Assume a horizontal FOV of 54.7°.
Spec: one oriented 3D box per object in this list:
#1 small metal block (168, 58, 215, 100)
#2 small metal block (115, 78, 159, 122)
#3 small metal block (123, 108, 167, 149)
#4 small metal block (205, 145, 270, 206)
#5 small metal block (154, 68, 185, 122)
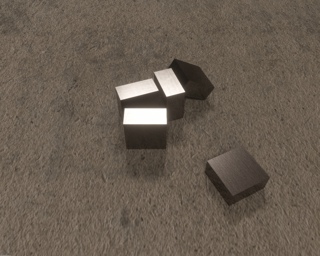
[{"bbox_3d":[0.043,-0.070,0.448,0.050,0.025,0.050,8,41,-37],"label":"small metal block"},{"bbox_3d":[-0.030,-0.034,0.415,0.050,0.050,0.025,-16,52,-13],"label":"small metal block"},{"bbox_3d":[-0.017,0.002,0.385,0.050,0.050,0.025,0,50,-1],"label":"small metal block"},{"bbox_3d":[0.088,0.054,0.359,0.050,0.025,0.050,-21,54,-18],"label":"small metal block"},{"bbox_3d":[0.012,-0.045,0.425,0.025,0.050,0.050,-16,52,-12],"label":"small metal block"}]
